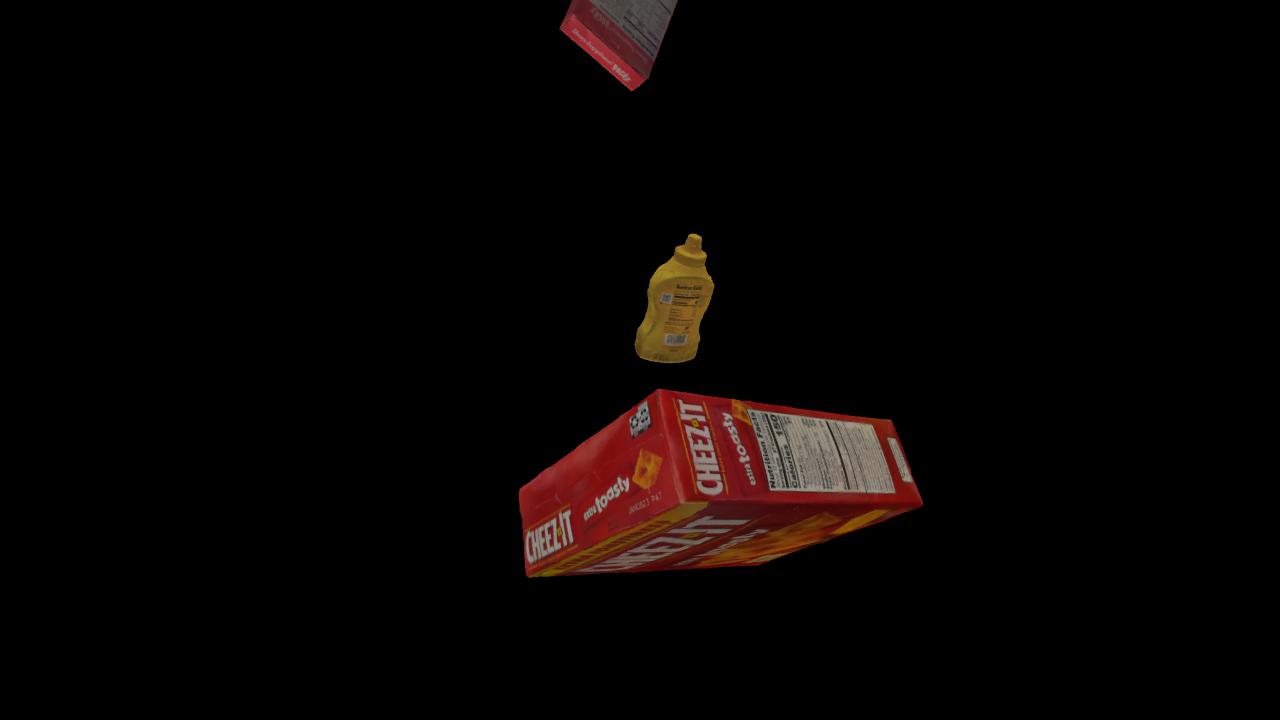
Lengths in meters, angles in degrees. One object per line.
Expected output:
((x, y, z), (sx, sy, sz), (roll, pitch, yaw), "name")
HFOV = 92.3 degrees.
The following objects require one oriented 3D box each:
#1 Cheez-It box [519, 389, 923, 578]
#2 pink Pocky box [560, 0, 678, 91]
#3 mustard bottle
((0.054, 0.093, 0.417), (0.223, 0.071, 0.166), (11, -35, -36), "Cheez-It box")
((-0.009, -0.331, 0.554), (0.084, 0.155, 0.029), (29, -21, -31), "pink Pocky box")
((0.053, -0.084, 0.831), (0.092, 0.184, 0.054), (4, 33, -15), "mustard bottle")
